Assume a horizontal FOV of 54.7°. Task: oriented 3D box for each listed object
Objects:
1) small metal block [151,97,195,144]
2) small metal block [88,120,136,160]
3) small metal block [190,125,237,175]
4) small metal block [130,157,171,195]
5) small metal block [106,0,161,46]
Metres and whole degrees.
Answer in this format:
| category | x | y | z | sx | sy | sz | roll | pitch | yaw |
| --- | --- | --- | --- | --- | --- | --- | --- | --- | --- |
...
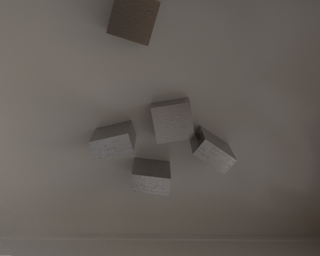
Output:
| category | x | y | z | sx | sy | sz | roll | pitch | yaw |
| --- | --- | --- | --- | --- | --- | --- | --- | --- | --- |
| small metal block | 0.017 | -0.010 | 0.408 | 0.050 | 0.025 | 0.050 | -9 | 110 | 3 |
| small metal block | -0.060 | 0.015 | 0.403 | 0.050 | 0.050 | 0.025 | -13 | 110 | 4 |
| small metal block | 0.069 | 0.028 | 0.409 | 0.050 | 0.050 | 0.025 | 33 | 107 | -12 |
| small metal block | -0.013 | 0.065 | 0.422 | 0.050 | 0.050 | 0.025 | 7 | 110 | -3 |
| small metal block | -0.031 | -0.129 | 0.363 | 0.050 | 0.025 | 0.050 | 16 | 109 | -6 |
